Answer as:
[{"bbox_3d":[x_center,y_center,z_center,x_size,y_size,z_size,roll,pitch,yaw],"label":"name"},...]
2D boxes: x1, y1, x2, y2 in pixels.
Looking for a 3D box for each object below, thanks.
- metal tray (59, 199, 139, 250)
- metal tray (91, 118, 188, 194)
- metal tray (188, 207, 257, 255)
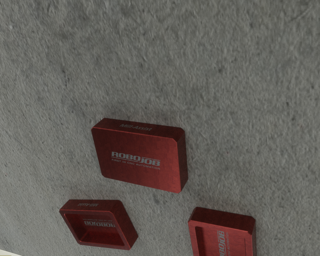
[{"bbox_3d":[-0.114,0.176,0.569,0.130,0.030,0.090,-8,115,31],"label":"metal tray"},{"bbox_3d":[-0.028,0.038,0.440,0.130,0.030,0.089,8,122,24],"label":"metal tray"},{"bbox_3d":[0.096,0.184,0.465,0.090,0.030,0.129,4,120,26],"label":"metal tray"}]
